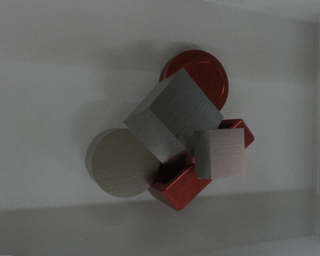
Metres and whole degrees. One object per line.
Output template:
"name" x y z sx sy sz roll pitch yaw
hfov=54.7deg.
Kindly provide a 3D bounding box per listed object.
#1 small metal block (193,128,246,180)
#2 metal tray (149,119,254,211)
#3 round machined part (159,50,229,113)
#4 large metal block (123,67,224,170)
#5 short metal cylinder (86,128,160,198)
"small metal block" 0.064 0.026 0.332 0.050 0.025 0.050 -3 91 -33
"metal tray" 0.044 0.040 0.391 0.131 0.090 0.030 -40 102 -16
"round machined part" 0.052 -0.058 0.420 0.099 0.042 0.097 0 90 -21
"large metal block" 0.019 -0.010 0.365 0.080 0.050 0.080 48 50 -14
"short metal cylinder" -0.047 0.040 0.379 0.081 0.050 0.079 0 90 -21
